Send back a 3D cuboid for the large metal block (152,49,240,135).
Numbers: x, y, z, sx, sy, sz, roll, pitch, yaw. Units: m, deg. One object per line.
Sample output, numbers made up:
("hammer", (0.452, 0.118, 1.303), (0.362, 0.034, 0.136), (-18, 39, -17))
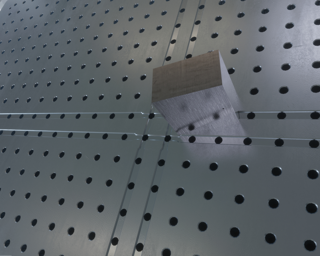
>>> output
("large metal block", (0.044, -0.039, 0.374), (0.080, 0.080, 0.050), (-12, 57, 21))
